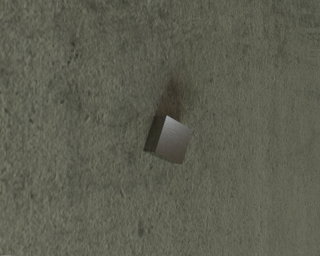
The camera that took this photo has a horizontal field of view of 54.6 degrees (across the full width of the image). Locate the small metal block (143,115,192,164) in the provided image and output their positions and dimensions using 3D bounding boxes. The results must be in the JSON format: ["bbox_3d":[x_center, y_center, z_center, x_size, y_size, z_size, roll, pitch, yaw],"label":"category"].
[{"bbox_3d":[0.011,0.016,0.413,0.050,0.025,0.050,28,73,-37],"label":"small metal block"}]
